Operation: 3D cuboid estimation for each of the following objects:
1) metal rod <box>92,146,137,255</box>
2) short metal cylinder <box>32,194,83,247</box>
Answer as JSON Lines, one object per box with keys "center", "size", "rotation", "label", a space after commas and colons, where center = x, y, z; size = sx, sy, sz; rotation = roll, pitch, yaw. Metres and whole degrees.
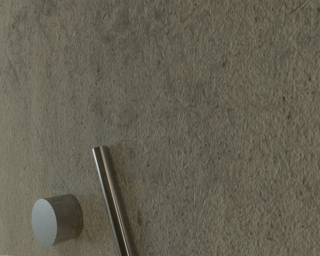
{"center": [-0.050, 0.170, 0.446], "size": [0.025, 0.025, 0.299], "rotation": [-28, 72, 36], "label": "metal rod"}
{"center": [-0.178, 0.158, 0.536], "size": [0.080, 0.050, 0.080], "rotation": [0, 90, 40], "label": "short metal cylinder"}
